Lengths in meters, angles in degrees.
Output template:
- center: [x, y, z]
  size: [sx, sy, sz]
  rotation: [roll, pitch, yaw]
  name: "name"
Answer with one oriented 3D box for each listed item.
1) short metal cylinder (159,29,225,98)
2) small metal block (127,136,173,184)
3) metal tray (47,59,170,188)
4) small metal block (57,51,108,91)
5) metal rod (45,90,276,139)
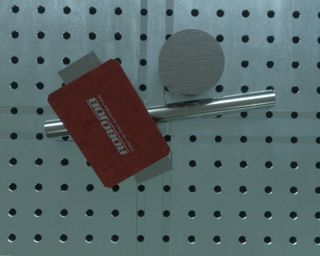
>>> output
- center: [0.038, -0.081, 0.401]
  size: [0.081, 0.050, 0.079]
  rotation: [0, 90, -1]
  name: "short metal cylinder"
- center: [-0.016, 0.040, 0.412]
  size: [0.050, 0.025, 0.050]
  rotation: [-23, 90, -1]
  name: "small metal block"
- center: [-0.058, -0.005, 0.371]
  size: [0.090, 0.030, 0.130]
  rotation: [-31, 102, 0]
  name: "metal tray"
- center: [-0.096, -0.070, 0.399]
  size: [0.050, 0.050, 0.025]
  rotation: [-32, 90, 0]
  name: "small metal block"
- center: [0.001, -0.019, 0.413]
  size: [0.302, 0.025, 0.025]
  rotation: [-8, 90, -1]
  name: "metal rod"
